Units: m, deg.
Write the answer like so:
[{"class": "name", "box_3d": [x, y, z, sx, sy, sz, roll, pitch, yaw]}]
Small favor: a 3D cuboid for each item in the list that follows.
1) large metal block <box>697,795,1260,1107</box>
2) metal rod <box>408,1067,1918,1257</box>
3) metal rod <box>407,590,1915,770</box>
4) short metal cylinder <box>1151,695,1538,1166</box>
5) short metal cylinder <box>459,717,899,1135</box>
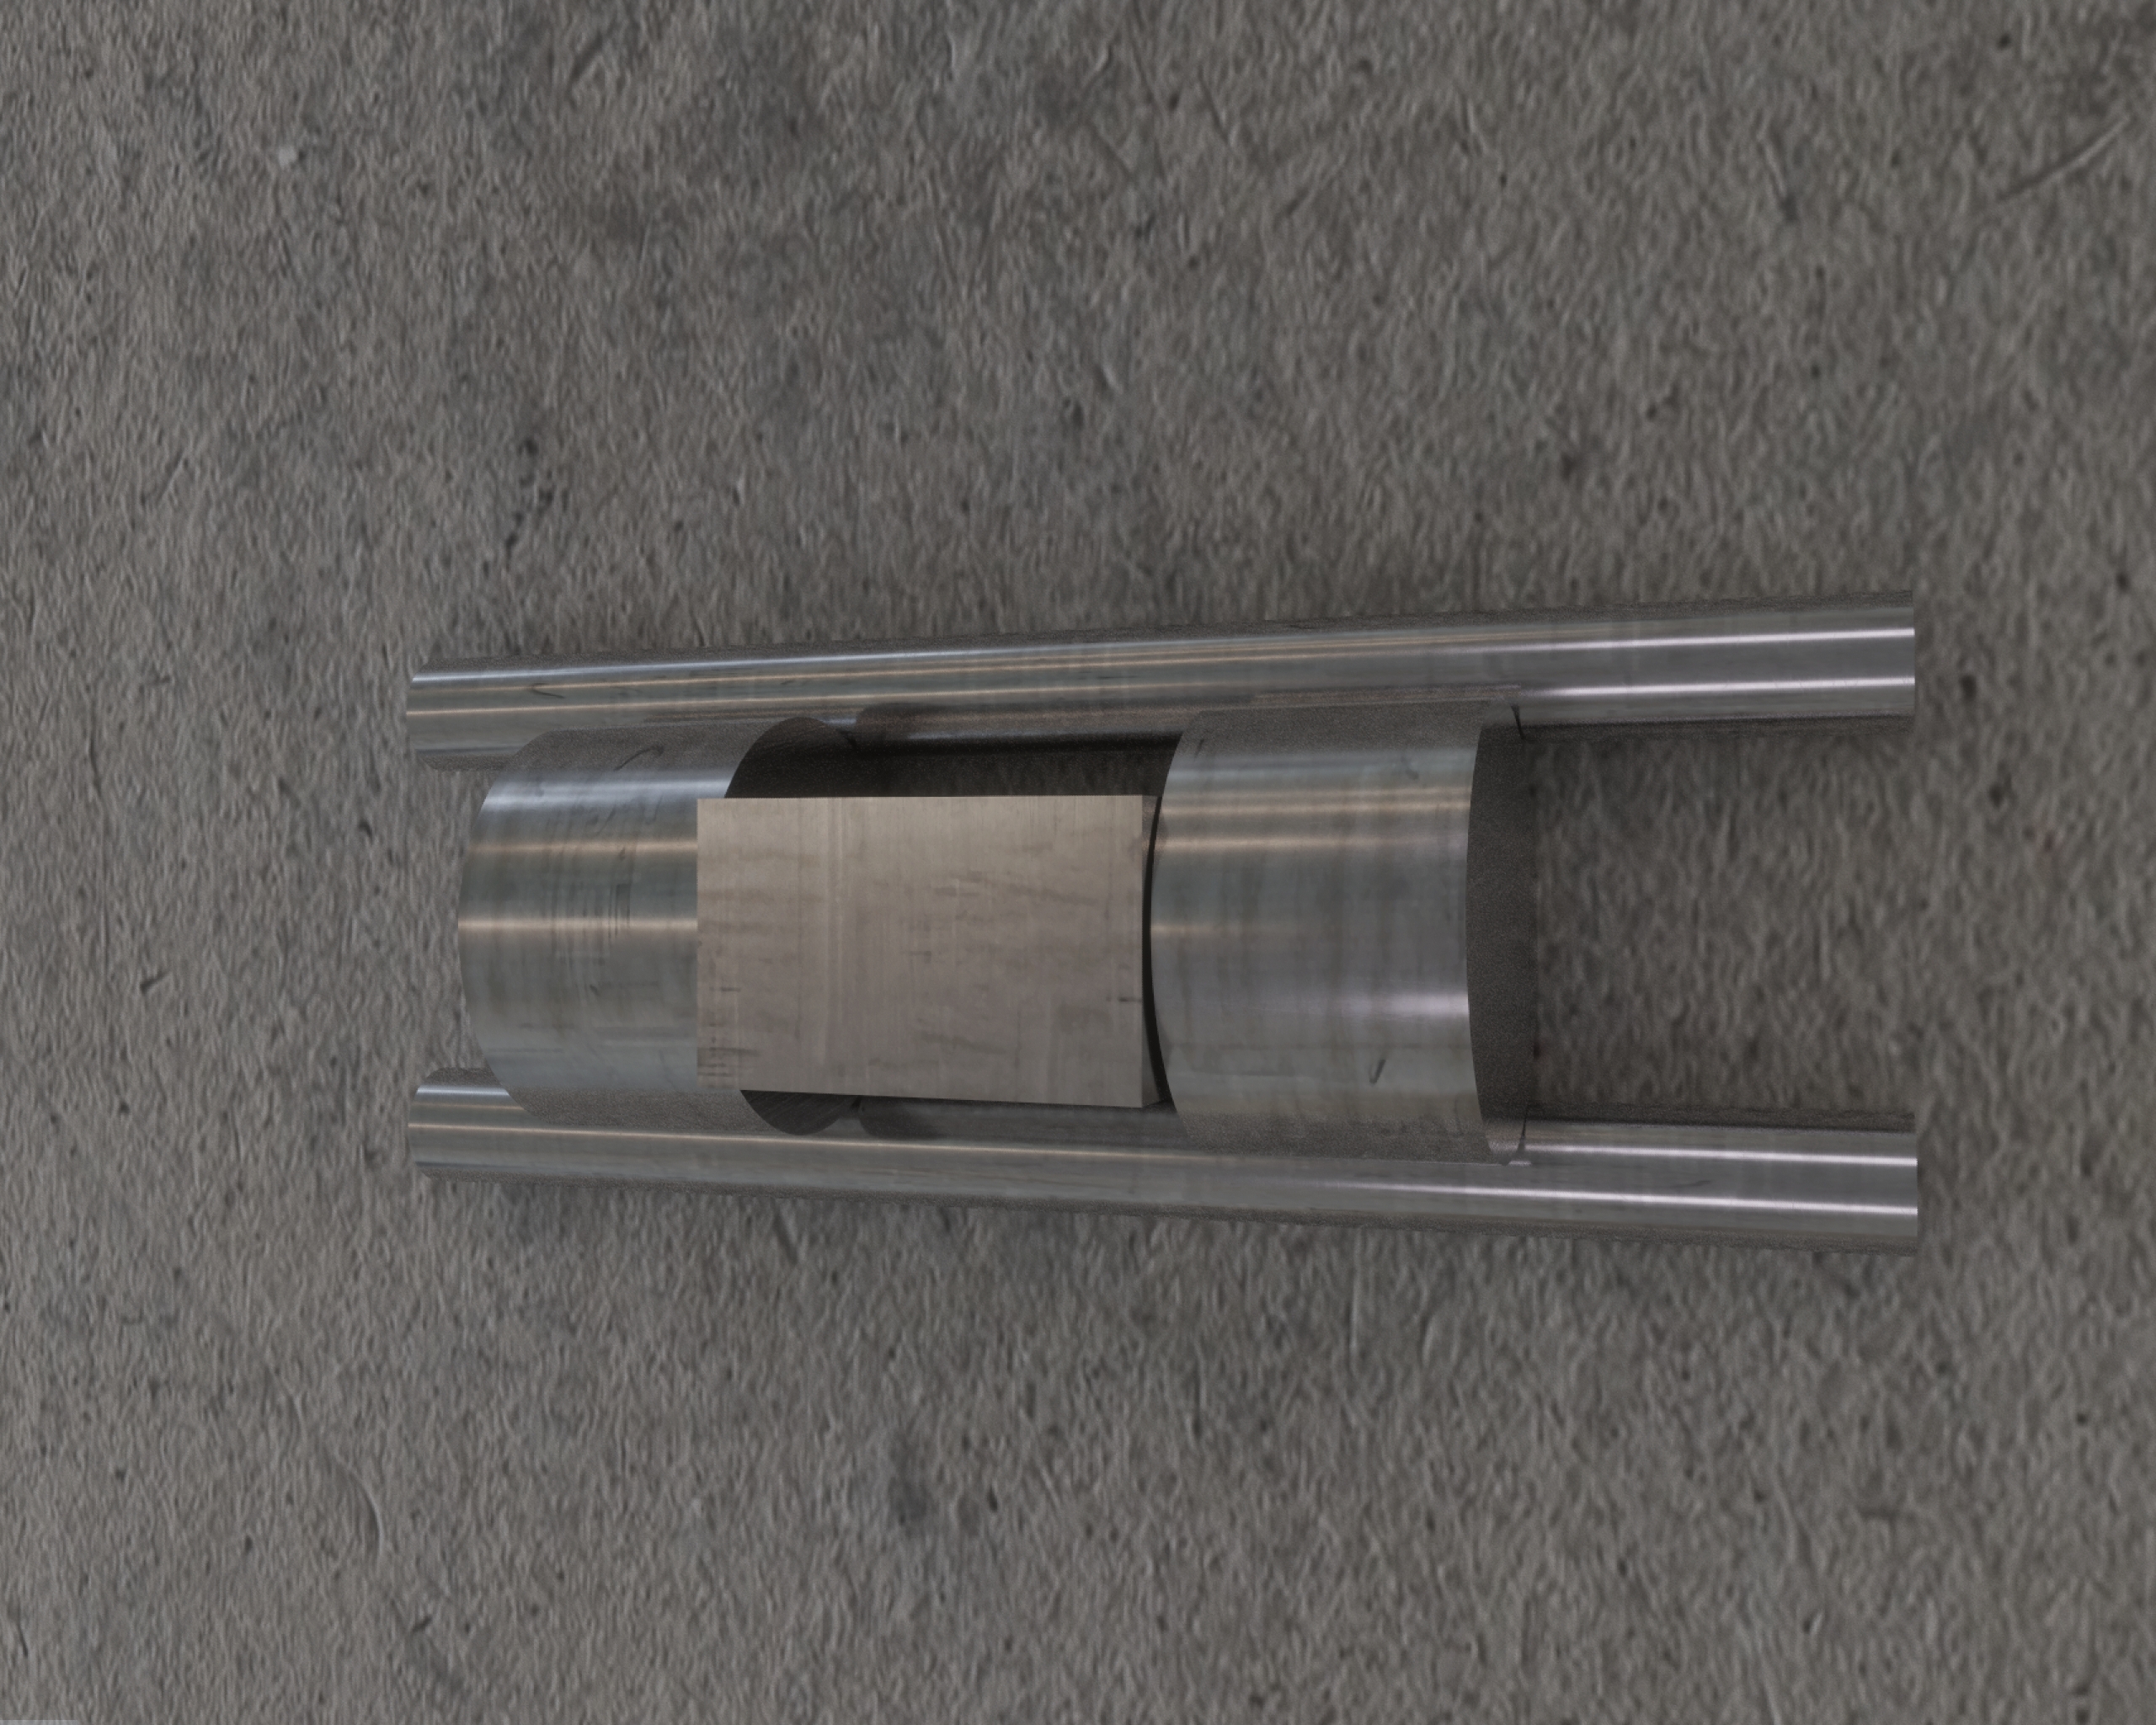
[{"class": "large metal block", "box_3d": [-0.014, 0.014, 0.383, 0.080, 0.080, 0.050, 0, 90, 20]}, {"class": "metal rod", "box_3d": [0.002, 0.056, 0.409, 0.301, 0.025, 0.025, 0, 90, 19]}, {"class": "metal rod", "box_3d": [0.002, -0.033, 0.410, 0.301, 0.025, 0.025, 0, 90, 19]}, {"class": "short metal cylinder", "box_3d": [0.049, 0.012, 0.363, 0.050, 0.080, 0.080, -1, 90, 20]}, {"class": "short metal cylinder", "box_3d": [-0.075, 0.012, 0.407, 0.050, 0.080, 0.080, -1, 90, 20]}]
